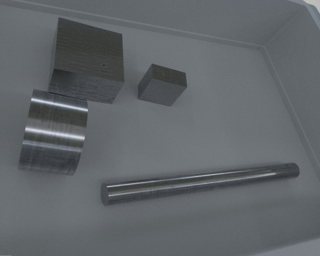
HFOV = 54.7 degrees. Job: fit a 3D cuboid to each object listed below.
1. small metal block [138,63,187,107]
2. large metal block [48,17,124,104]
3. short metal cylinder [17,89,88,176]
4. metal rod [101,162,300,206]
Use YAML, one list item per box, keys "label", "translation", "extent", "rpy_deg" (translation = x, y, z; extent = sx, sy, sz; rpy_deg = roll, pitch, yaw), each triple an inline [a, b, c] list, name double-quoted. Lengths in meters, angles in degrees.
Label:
- label: "small metal block"
  translation: [0.002, -0.058, 0.428]
  extent: [0.050, 0.050, 0.025]
  rpy_deg: [11, 57, -23]
- label: "large metal block"
  translation: [-0.093, -0.083, 0.391]
  extent: [0.081, 0.050, 0.080]
  rpy_deg: [8, 58, -24]
- label: "short metal cylinder"
  translation: [-0.108, 0.005, 0.310]
  extent: [0.050, 0.080, 0.080]
  rpy_deg: [11, 57, -23]
- label: "metal rod"
  translation: [0.073, 0.068, 0.404]
  extent: [0.303, 0.025, 0.025]
  rpy_deg: [-1, 63, -29]
